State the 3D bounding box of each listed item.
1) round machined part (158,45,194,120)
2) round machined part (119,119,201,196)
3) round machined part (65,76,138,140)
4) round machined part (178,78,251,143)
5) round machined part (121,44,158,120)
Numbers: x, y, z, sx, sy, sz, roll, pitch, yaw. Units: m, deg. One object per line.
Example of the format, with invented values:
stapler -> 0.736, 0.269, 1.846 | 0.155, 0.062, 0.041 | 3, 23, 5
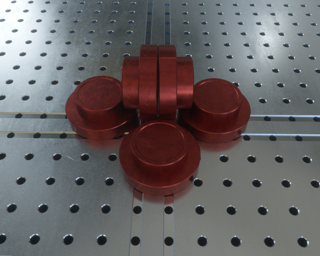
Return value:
round machined part -> 0.019, -0.058, 0.402 | 0.042, 0.097, 0.098 | -1, 50, -1
round machined part -> 0.000, 0.028, 0.373 | 0.099, 0.042, 0.098 | 0, 50, 0
round machined part -> -0.080, -0.034, 0.424 | 0.099, 0.042, 0.098 | 0, 50, 0
round machined part -> 0.074, -0.031, 0.422 | 0.099, 0.042, 0.098 | 0, 50, 0
round machined part -> -0.024, -0.058, 0.401 | 0.042, 0.097, 0.098 | 1, 50, 1
